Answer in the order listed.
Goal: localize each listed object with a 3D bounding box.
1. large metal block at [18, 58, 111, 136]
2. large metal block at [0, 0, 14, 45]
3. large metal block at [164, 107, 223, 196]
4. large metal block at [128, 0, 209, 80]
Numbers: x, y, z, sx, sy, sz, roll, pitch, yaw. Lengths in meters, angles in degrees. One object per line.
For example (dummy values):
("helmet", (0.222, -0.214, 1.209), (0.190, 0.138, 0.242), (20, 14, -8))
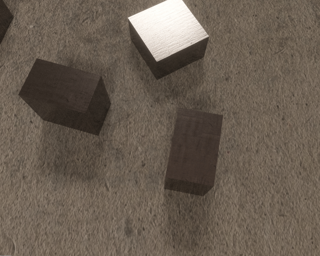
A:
("large metal block", (-0.114, -0.036, 0.391), (0.080, 0.080, 0.050), (16, 71, 5))
("large metal block", (-0.261, -0.155, 0.432), (0.050, 0.080, 0.080), (12, 71, 4))
("large metal block", (0.038, 0.032, 0.368), (0.050, 0.080, 0.080), (10, 70, 3))
("large metal block", (0.011, -0.128, 0.442), (0.080, 0.050, 0.080), (-28, 73, -10))
